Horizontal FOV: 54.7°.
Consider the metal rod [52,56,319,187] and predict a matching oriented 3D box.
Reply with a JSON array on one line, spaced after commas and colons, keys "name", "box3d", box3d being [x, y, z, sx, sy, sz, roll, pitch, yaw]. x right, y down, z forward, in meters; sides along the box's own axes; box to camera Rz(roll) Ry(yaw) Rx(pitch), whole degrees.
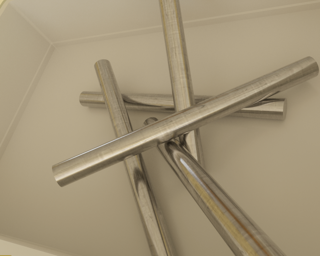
[{"name": "metal rod", "box3d": [0.032, -0.009, 0.334, 0.302, 0.025, 0.025, -23, 52, -5]}]

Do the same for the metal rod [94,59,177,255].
[{"name": "metal rod", "box3d": [-0.039, 0.025, 0.388, 0.025, 0.025, 0.299, -28, 59, 10]}]

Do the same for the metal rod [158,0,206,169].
[{"name": "metal rod", "box3d": [0.020, -0.092, 0.371, 0.025, 0.025, 0.298, -11, 83, 22]}]

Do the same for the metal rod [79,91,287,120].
[{"name": "metal rod", "box3d": [0.010, -0.034, 0.420, 0.300, 0.025, 0.025, 6, 65, 30]}]

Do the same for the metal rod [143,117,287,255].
[{"name": "metal rod", "box3d": [0.034, 0.048, 0.280, 0.025, 0.025, 0.300, -41, 27, 0]}]
